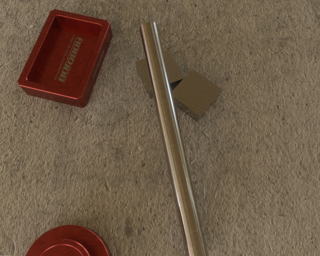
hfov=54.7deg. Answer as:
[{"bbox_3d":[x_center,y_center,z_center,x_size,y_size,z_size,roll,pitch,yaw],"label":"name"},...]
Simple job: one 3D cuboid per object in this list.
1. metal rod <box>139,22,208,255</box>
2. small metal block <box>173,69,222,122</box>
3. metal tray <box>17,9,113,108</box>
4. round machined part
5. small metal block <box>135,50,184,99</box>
[{"bbox_3d":[0.014,0.006,0.388,0.025,0.025,0.299,-11,77,-4],"label":"metal rod"},{"bbox_3d":[0.048,-0.045,0.425,0.050,0.025,0.050,37,74,12],"label":"small metal block"},{"bbox_3d":[-0.130,-0.101,0.440,0.090,0.030,0.130,14,70,4],"label":"metal tray"},{"bbox_3d":[-0.104,0.158,0.340,0.099,0.042,0.098,0,70,-1],"label":"round machined part"},{"bbox_3d":[-0.001,-0.075,0.436,0.050,0.025,0.050,-22,72,-8],"label":"small metal block"}]
